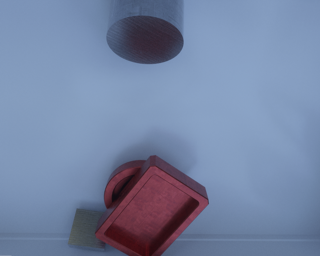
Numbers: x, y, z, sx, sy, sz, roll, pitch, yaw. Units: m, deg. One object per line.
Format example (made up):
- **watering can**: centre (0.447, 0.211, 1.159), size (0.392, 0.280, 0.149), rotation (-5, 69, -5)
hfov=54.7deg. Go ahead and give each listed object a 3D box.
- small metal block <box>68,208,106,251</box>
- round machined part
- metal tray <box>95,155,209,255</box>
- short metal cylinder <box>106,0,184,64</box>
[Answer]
- **small metal block**: centre (-0.101, 0.148, 0.449), size (0.050, 0.050, 0.025), rotation (10, 148, -4)
- **round machined part**: centre (-0.026, 0.088, 0.435), size (0.099, 0.042, 0.097), rotation (0, 110, -1)
- **metal tray**: centre (-0.012, 0.110, 0.404), size (0.090, 0.030, 0.129), rotation (35, 106, -13)
- **short metal cylinder**: centre (-0.014, -0.112, 0.334), size (0.081, 0.080, 0.050), rotation (3, 68, -2)
